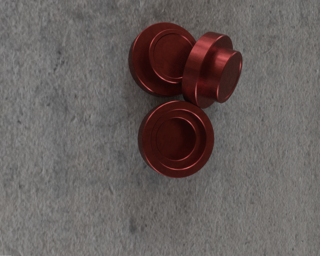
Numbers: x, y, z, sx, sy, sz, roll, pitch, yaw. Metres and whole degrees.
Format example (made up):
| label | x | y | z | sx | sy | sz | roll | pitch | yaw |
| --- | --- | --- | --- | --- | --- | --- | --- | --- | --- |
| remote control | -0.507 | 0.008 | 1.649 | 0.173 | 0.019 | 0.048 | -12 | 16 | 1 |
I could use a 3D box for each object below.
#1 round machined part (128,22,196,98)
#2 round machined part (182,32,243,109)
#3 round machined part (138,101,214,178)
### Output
| label | x | y | z | sx | sy | sz | roll | pitch | yaw |
| --- | --- | --- | --- | --- | --- | --- | --- | --- | --- |
| round machined part | 0.012 | -0.090 | 0.405 | 0.099 | 0.042 | 0.097 | 0 | 90 | -21 |
| round machined part | 0.072 | -0.070 | 0.399 | 0.099 | 0.042 | 0.097 | -40 | 143 | -39 |
| round machined part | 0.018 | 0.014 | 0.407 | 0.099 | 0.042 | 0.097 | -1 | 91 | -20 |
